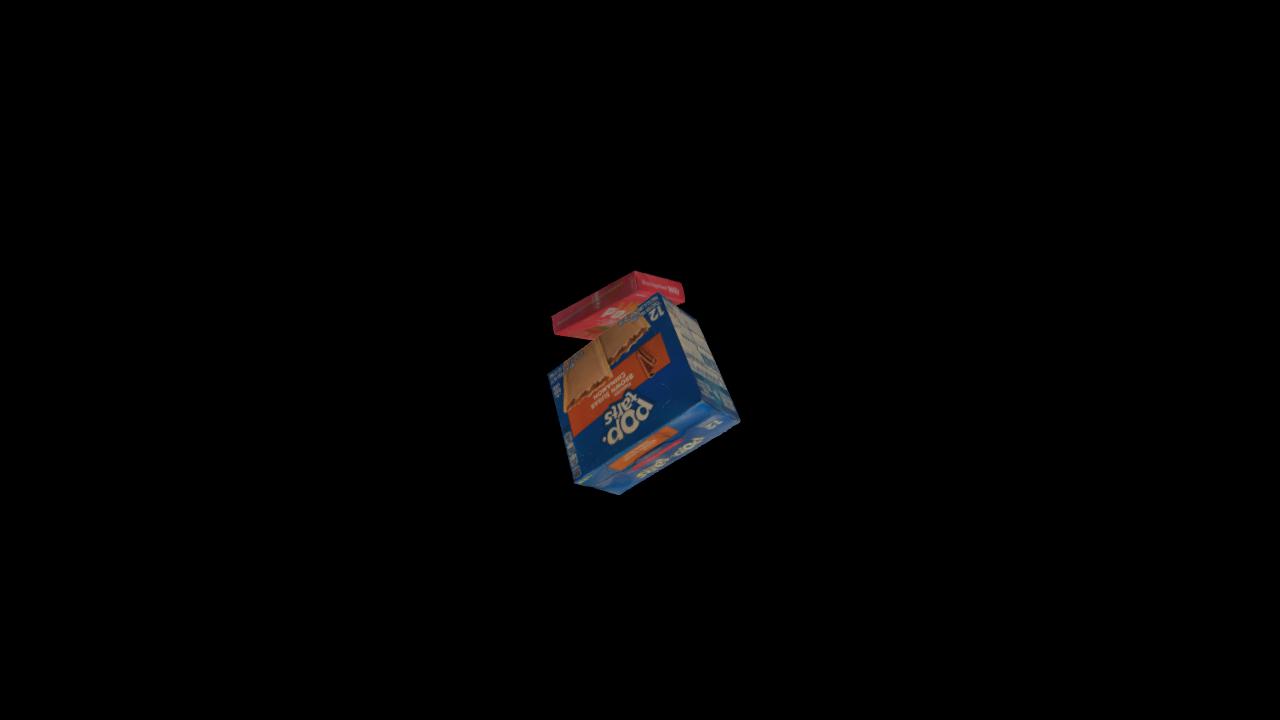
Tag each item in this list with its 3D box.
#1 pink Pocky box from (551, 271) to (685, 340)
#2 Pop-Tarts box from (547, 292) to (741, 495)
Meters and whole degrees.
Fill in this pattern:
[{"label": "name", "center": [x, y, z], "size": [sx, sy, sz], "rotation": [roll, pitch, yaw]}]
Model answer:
[{"label": "pink Pocky box", "center": [-0.029, -0.062, 0.755], "size": [0.155, 0.029, 0.084], "rotation": [-23, -20, 40]}, {"label": "Pop-Tarts box", "center": [-0.002, 0.039, 0.654], "size": [0.167, 0.141, 0.083], "rotation": [-35, -36, 23]}]
